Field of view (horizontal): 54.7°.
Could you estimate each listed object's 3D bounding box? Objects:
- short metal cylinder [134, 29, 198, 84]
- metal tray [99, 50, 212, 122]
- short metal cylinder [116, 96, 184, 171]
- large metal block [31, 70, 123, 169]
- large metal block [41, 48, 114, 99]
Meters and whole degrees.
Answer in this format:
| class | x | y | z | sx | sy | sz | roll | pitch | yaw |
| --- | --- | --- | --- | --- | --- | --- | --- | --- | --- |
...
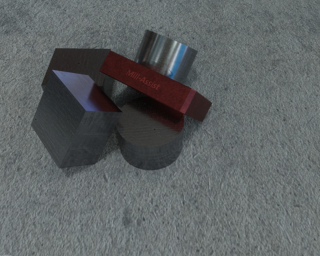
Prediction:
| class | x | y | z | sx | sy | sz | roll | pitch | yaw |
| --- | --- | --- | --- | --- | --- | --- | --- | --- | --- |
| short metal cylinder | 0.008 | -0.103 | 0.450 | 0.080 | 0.050 | 0.080 | 22 | 14 | -5 |
| metal tray | -0.004 | -0.054 | 0.409 | 0.130 | 0.090 | 0.030 | 29 | 96 | 22 |
| short metal cylinder | -0.012 | 0.006 | 0.384 | 0.081 | 0.050 | 0.080 | 0 | 50 | 0 |
| large metal block | -0.102 | -0.011 | 0.368 | 0.050 | 0.080 | 0.080 | 0 | 38 | -50 |
| large metal block | -0.112 | -0.069 | 0.443 | 0.080 | 0.050 | 0.080 | 1 | 50 | 0 |
